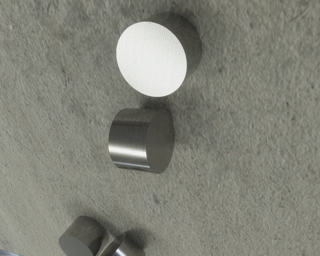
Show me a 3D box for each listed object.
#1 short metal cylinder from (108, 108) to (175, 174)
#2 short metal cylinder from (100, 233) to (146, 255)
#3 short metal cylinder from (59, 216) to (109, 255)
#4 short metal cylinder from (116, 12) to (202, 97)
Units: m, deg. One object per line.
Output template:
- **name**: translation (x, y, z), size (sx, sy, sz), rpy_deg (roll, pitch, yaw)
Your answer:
- **short metal cylinder**: translation (-0.020, 0.015, 0.390), size (0.050, 0.080, 0.079), rpy_deg (4, 120, 26)
- **short metal cylinder**: translation (-0.072, 0.237, 0.553), size (0.050, 0.080, 0.080), rpy_deg (45, 129, -3)
- **short metal cylinder**: translation (-0.147, 0.219, 0.601), size (0.080, 0.050, 0.079), rpy_deg (13, 124, 20)
- **short metal cylinder**: translation (0.000, -0.081, 0.340), size (0.080, 0.050, 0.079), rpy_deg (13, 124, 20)
